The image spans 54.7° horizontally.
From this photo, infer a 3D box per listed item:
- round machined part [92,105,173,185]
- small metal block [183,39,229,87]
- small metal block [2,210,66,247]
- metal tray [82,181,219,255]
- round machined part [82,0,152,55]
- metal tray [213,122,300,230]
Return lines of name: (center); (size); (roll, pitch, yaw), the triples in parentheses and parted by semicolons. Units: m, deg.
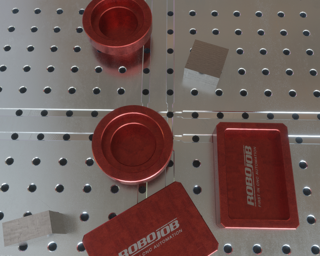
round machined part: (-0.033, 0.024, 0.394); (0.099, 0.042, 0.098); (0, 70, 0)
small metal block: (0.066, -0.094, 0.446); (0.050, 0.025, 0.050); (18, 71, 6)
small metal block: (-0.142, 0.116, 0.355); (0.050, 0.050, 0.025); (-14, 71, -5)
metal tray: (-0.011, 0.133, 0.360); (0.131, 0.030, 0.090); (-29, 73, -10)
round machined part: (-0.060, -0.149, 0.456); (0.099, 0.042, 0.098); (0, 70, 0)
metal tray: (0.116, 0.058, 0.388); (0.091, 0.030, 0.130); (1, 70, 0)
